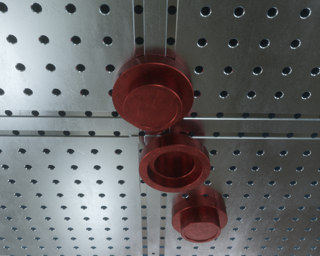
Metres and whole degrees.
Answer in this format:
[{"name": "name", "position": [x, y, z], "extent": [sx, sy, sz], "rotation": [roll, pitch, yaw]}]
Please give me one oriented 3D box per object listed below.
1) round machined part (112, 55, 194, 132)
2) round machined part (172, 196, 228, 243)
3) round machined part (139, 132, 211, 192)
[{"name": "round machined part", "position": [-0.008, -0.034, 0.371], "extent": [0.099, 0.042, 0.097], "rotation": [-1, 130, 0]}, {"name": "round machined part", "position": [0.070, 0.166, 0.543], "extent": [0.099, 0.042, 0.097], "rotation": [0, 130, 0]}, {"name": "round machined part", "position": [0.020, 0.045, 0.439], "extent": [0.099, 0.042, 0.097], "rotation": [-1, 130, 0]}]
